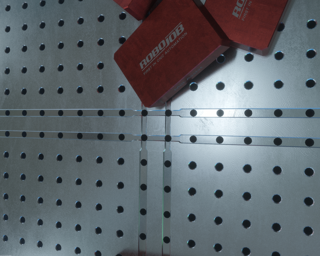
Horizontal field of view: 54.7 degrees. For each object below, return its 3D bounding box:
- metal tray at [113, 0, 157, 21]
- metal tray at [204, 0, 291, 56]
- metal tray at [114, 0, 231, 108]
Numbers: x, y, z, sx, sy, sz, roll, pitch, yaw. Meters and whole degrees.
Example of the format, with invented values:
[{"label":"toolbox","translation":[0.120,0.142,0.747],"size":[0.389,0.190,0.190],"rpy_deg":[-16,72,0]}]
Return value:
[{"label":"metal tray","translation":[-0.040,-0.207,0.400],"size":[0.090,0.030,0.130],"rpy_deg":[-51,55,12]},{"label":"metal tray","translation":[0.110,-0.164,0.371],"size":[0.090,0.030,0.129],"rpy_deg":[24,98,18]},{"label":"metal tray","translation":[0.010,-0.097,0.389],"size":[0.130,0.030,0.090],"rpy_deg":[-39,78,30]}]
